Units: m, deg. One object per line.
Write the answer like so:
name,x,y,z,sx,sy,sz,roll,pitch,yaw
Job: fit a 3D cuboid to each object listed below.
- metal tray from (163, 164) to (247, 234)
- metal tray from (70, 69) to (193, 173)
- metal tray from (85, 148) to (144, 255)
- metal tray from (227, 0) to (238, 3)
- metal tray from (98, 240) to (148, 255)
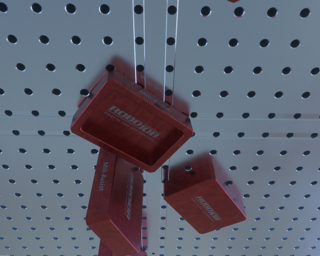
metal tray,0.076,0.122,0.514,0.090,0.030,0.130,-26,126,20
metal tray,-0.034,-0.004,0.398,0.131,0.030,0.090,31,117,-25
metal tray,-0.055,0.092,0.421,0.030,0.130,0.090,-17,128,13
metal tray,0.077,-0.184,0.252,0.090,0.030,0.130,-20,128,16
metal tray,-0.067,0.255,0.584,0.030,0.090,0.130,-21,128,16
